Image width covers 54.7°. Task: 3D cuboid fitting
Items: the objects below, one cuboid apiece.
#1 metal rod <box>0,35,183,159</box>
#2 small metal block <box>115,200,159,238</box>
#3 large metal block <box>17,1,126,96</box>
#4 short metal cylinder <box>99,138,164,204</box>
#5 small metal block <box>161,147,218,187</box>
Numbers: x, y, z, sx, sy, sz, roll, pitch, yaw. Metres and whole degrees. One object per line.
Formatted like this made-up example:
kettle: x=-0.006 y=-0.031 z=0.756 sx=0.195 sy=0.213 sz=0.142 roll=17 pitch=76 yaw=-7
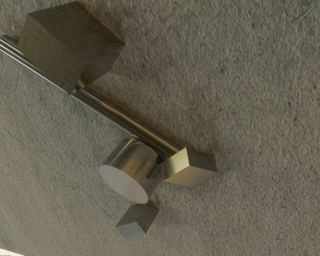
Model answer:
metal rod: x=-0.102 y=-0.044 z=0.433 sx=0.301 sy=0.025 sz=0.025 roll=33 pitch=129 yaw=6
small metal block: x=-0.036 y=0.147 z=0.501 sx=0.050 sy=0.050 sz=0.025 roll=-26 pitch=104 yaw=37
large metal block: x=-0.102 y=-0.096 z=0.366 sx=0.080 sy=0.080 sz=0.050 roll=42 pitch=129 yaw=-1
short metal cylinder: x=-0.037 y=0.060 z=0.433 sx=0.080 sy=0.050 sz=0.080 roll=25 pitch=146 yaw=19
small metal block: x=0.038 y=0.052 z=0.402 sx=0.050 sy=0.025 sz=0.050 roll=18 pitch=139 yaw=-35
